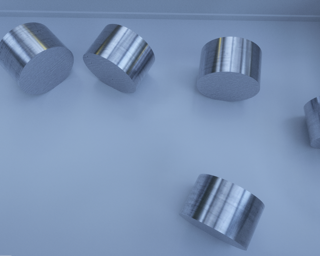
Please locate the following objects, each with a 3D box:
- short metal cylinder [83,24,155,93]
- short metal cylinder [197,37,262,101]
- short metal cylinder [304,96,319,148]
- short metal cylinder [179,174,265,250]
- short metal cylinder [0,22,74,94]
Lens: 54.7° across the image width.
[{"bbox_3d":[-0.054,-0.091,0.413,0.080,0.080,0.050,28,72,9],"label":"short metal cylinder"},{"bbox_3d":[0.092,-0.075,0.409,0.080,0.080,0.050,9,70,3],"label":"short metal cylinder"},{"bbox_3d":[0.227,-0.009,0.387,0.081,0.080,0.050,-1,70,-1],"label":"short metal cylinder"},{"bbox_3d":[0.069,0.093,0.347,0.080,0.080,0.050,27,72,9],"label":"short metal cylinder"},{"bbox_3d":[-0.164,-0.091,0.412,0.080,0.080,0.050,-41,75,-14],"label":"short metal cylinder"}]
